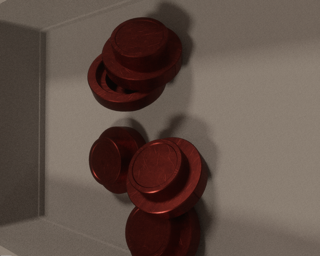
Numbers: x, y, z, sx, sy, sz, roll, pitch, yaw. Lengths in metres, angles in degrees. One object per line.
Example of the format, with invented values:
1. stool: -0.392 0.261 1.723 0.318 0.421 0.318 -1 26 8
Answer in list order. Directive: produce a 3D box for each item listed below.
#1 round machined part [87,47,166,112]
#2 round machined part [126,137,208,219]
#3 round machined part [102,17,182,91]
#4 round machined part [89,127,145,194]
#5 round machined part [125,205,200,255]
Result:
1. round machined part: -0.041 -0.060 0.405 0.099 0.042 0.098 -2 57 4
2. round machined part: 0.002 0.052 0.362 0.098 0.042 0.098 -16 50 20
3. round machined part: -0.022 -0.096 0.376 0.099 0.042 0.098 -2 57 4
4. round machined part: -0.065 0.047 0.447 0.098 0.042 0.097 0 90 39
5. round machined part: -0.004 0.126 0.379 0.098 0.042 0.098 -15 63 33
